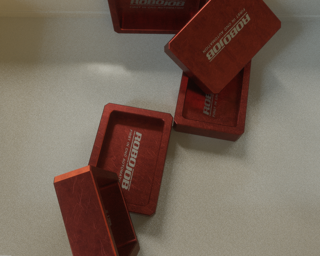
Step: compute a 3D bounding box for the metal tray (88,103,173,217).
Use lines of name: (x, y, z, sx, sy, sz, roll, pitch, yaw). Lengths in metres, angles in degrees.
metal tray: (-0.039, 0.039, 0.392, 0.091, 0.030, 0.130, 10, 70, 3)

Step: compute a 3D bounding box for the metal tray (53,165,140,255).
metal tray: (-0.052, 0.086, 0.291, 0.030, 0.130, 0.090, -19, 79, -2)

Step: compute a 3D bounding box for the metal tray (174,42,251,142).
metal tray: (0.073, -0.053, 0.427, 0.091, 0.030, 0.130, 10, 70, 3)

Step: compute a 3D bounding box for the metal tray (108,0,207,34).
metal tray: (-0.004, -0.173, 0.438, 0.131, 0.090, 0.030, 1, 70, 0)

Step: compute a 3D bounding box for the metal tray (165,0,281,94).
metal tray: (0.081, -0.118, 0.402, 0.090, 0.030, 0.130, 44, 87, -12)
